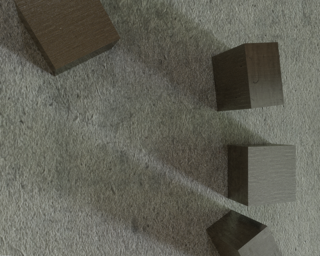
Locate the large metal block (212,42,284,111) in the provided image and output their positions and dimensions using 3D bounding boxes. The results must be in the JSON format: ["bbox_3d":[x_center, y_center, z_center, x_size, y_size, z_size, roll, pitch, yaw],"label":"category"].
[{"bbox_3d":[0.117,-0.066,0.422,0.050,0.080,0.080,-8,93,-20],"label":"large metal block"}]

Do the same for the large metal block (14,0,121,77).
[{"bbox_3d":[-0.105,-0.117,0.357,0.080,0.050,0.080,-32,101,-17],"label":"large metal block"}]

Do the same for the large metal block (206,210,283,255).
[{"bbox_3d":[0.119,0.169,0.424,0.050,0.080,0.080,-31,101,-17],"label":"large metal block"}]

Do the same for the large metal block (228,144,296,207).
[{"bbox_3d":[0.147,0.064,0.450,0.081,0.050,0.080,0,90,-20],"label":"large metal block"}]
